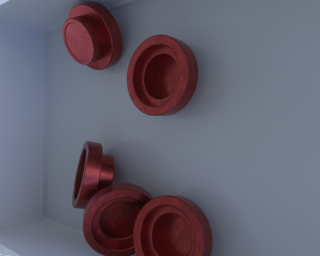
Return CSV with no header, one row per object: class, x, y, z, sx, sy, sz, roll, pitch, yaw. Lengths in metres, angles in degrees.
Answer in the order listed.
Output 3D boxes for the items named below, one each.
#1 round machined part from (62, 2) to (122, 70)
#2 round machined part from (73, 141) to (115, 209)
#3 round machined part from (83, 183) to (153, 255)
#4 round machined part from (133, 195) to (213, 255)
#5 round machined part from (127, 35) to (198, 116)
round machined part,-0.106,-0.132,0.458,0.098,0.042,0.097,24,131,30
round machined part,-0.097,0.071,0.457,0.098,0.042,0.097,-167,89,-70
round machined part,-0.053,0.118,0.415,0.042,0.099,0.097,-134,55,-70
round machined part,0.019,0.131,0.373,0.098,0.042,0.098,-8,75,34
round machined part,0.007,-0.064,0.390,0.098,0.042,0.097,0,90,40
